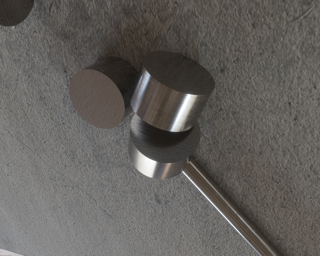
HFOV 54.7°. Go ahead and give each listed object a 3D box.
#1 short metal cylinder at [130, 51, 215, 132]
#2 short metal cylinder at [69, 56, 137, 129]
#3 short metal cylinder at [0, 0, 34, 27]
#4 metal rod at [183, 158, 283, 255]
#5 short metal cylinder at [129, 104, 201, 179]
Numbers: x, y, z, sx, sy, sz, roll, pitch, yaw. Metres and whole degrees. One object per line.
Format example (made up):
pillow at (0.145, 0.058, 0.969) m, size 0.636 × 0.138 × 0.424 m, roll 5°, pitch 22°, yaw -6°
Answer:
short metal cylinder at (0.013, -0.041, 0.339) m, size 0.080 × 0.080 × 0.050 m, roll 30°, pitch 128°, yaw 8°
short metal cylinder at (-0.068, -0.046, 0.398) m, size 0.080 × 0.050 × 0.079 m, roll 13°, pitch 124°, yaw 21°
short metal cylinder at (-0.199, -0.169, 0.372) m, size 0.050 × 0.080 × 0.079 m, roll 22°, pitch 127°, yaw 15°
metal rod at (0.127, 0.147, 0.430) m, size 0.300 × 0.025 × 0.025 m, roll 47°, pitch 129°, yaw -6°
short metal cylinder at (0.003, 0.015, 0.370) m, size 0.080 × 0.080 × 0.050 m, roll 30°, pitch 151°, yaw 9°
